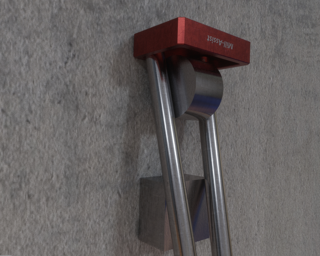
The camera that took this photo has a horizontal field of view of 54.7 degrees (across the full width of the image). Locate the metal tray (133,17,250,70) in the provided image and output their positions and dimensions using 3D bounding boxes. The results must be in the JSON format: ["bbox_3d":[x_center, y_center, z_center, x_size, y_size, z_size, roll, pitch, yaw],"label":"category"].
[{"bbox_3d":[0.043,-0.102,0.401,0.131,0.090,0.030,3,89,-40],"label":"metal tray"}]

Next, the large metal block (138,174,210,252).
[{"bbox_3d":[0.020,0.106,0.407,0.081,0.050,0.079,2,89,-40],"label":"large metal block"}]

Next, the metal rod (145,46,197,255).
[{"bbox_3d":[0.014,0.043,0.360,0.025,0.025,0.299,3,73,-40],"label":"metal rod"}]

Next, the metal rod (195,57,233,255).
[{"bbox_3d":[0.069,0.046,0.405,0.025,0.025,0.299,11,68,-40],"label":"metal rod"}]

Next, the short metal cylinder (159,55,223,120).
[{"bbox_3d":[0.034,-0.050,0.402,0.050,0.080,0.079,3,89,-41],"label":"short metal cylinder"}]
